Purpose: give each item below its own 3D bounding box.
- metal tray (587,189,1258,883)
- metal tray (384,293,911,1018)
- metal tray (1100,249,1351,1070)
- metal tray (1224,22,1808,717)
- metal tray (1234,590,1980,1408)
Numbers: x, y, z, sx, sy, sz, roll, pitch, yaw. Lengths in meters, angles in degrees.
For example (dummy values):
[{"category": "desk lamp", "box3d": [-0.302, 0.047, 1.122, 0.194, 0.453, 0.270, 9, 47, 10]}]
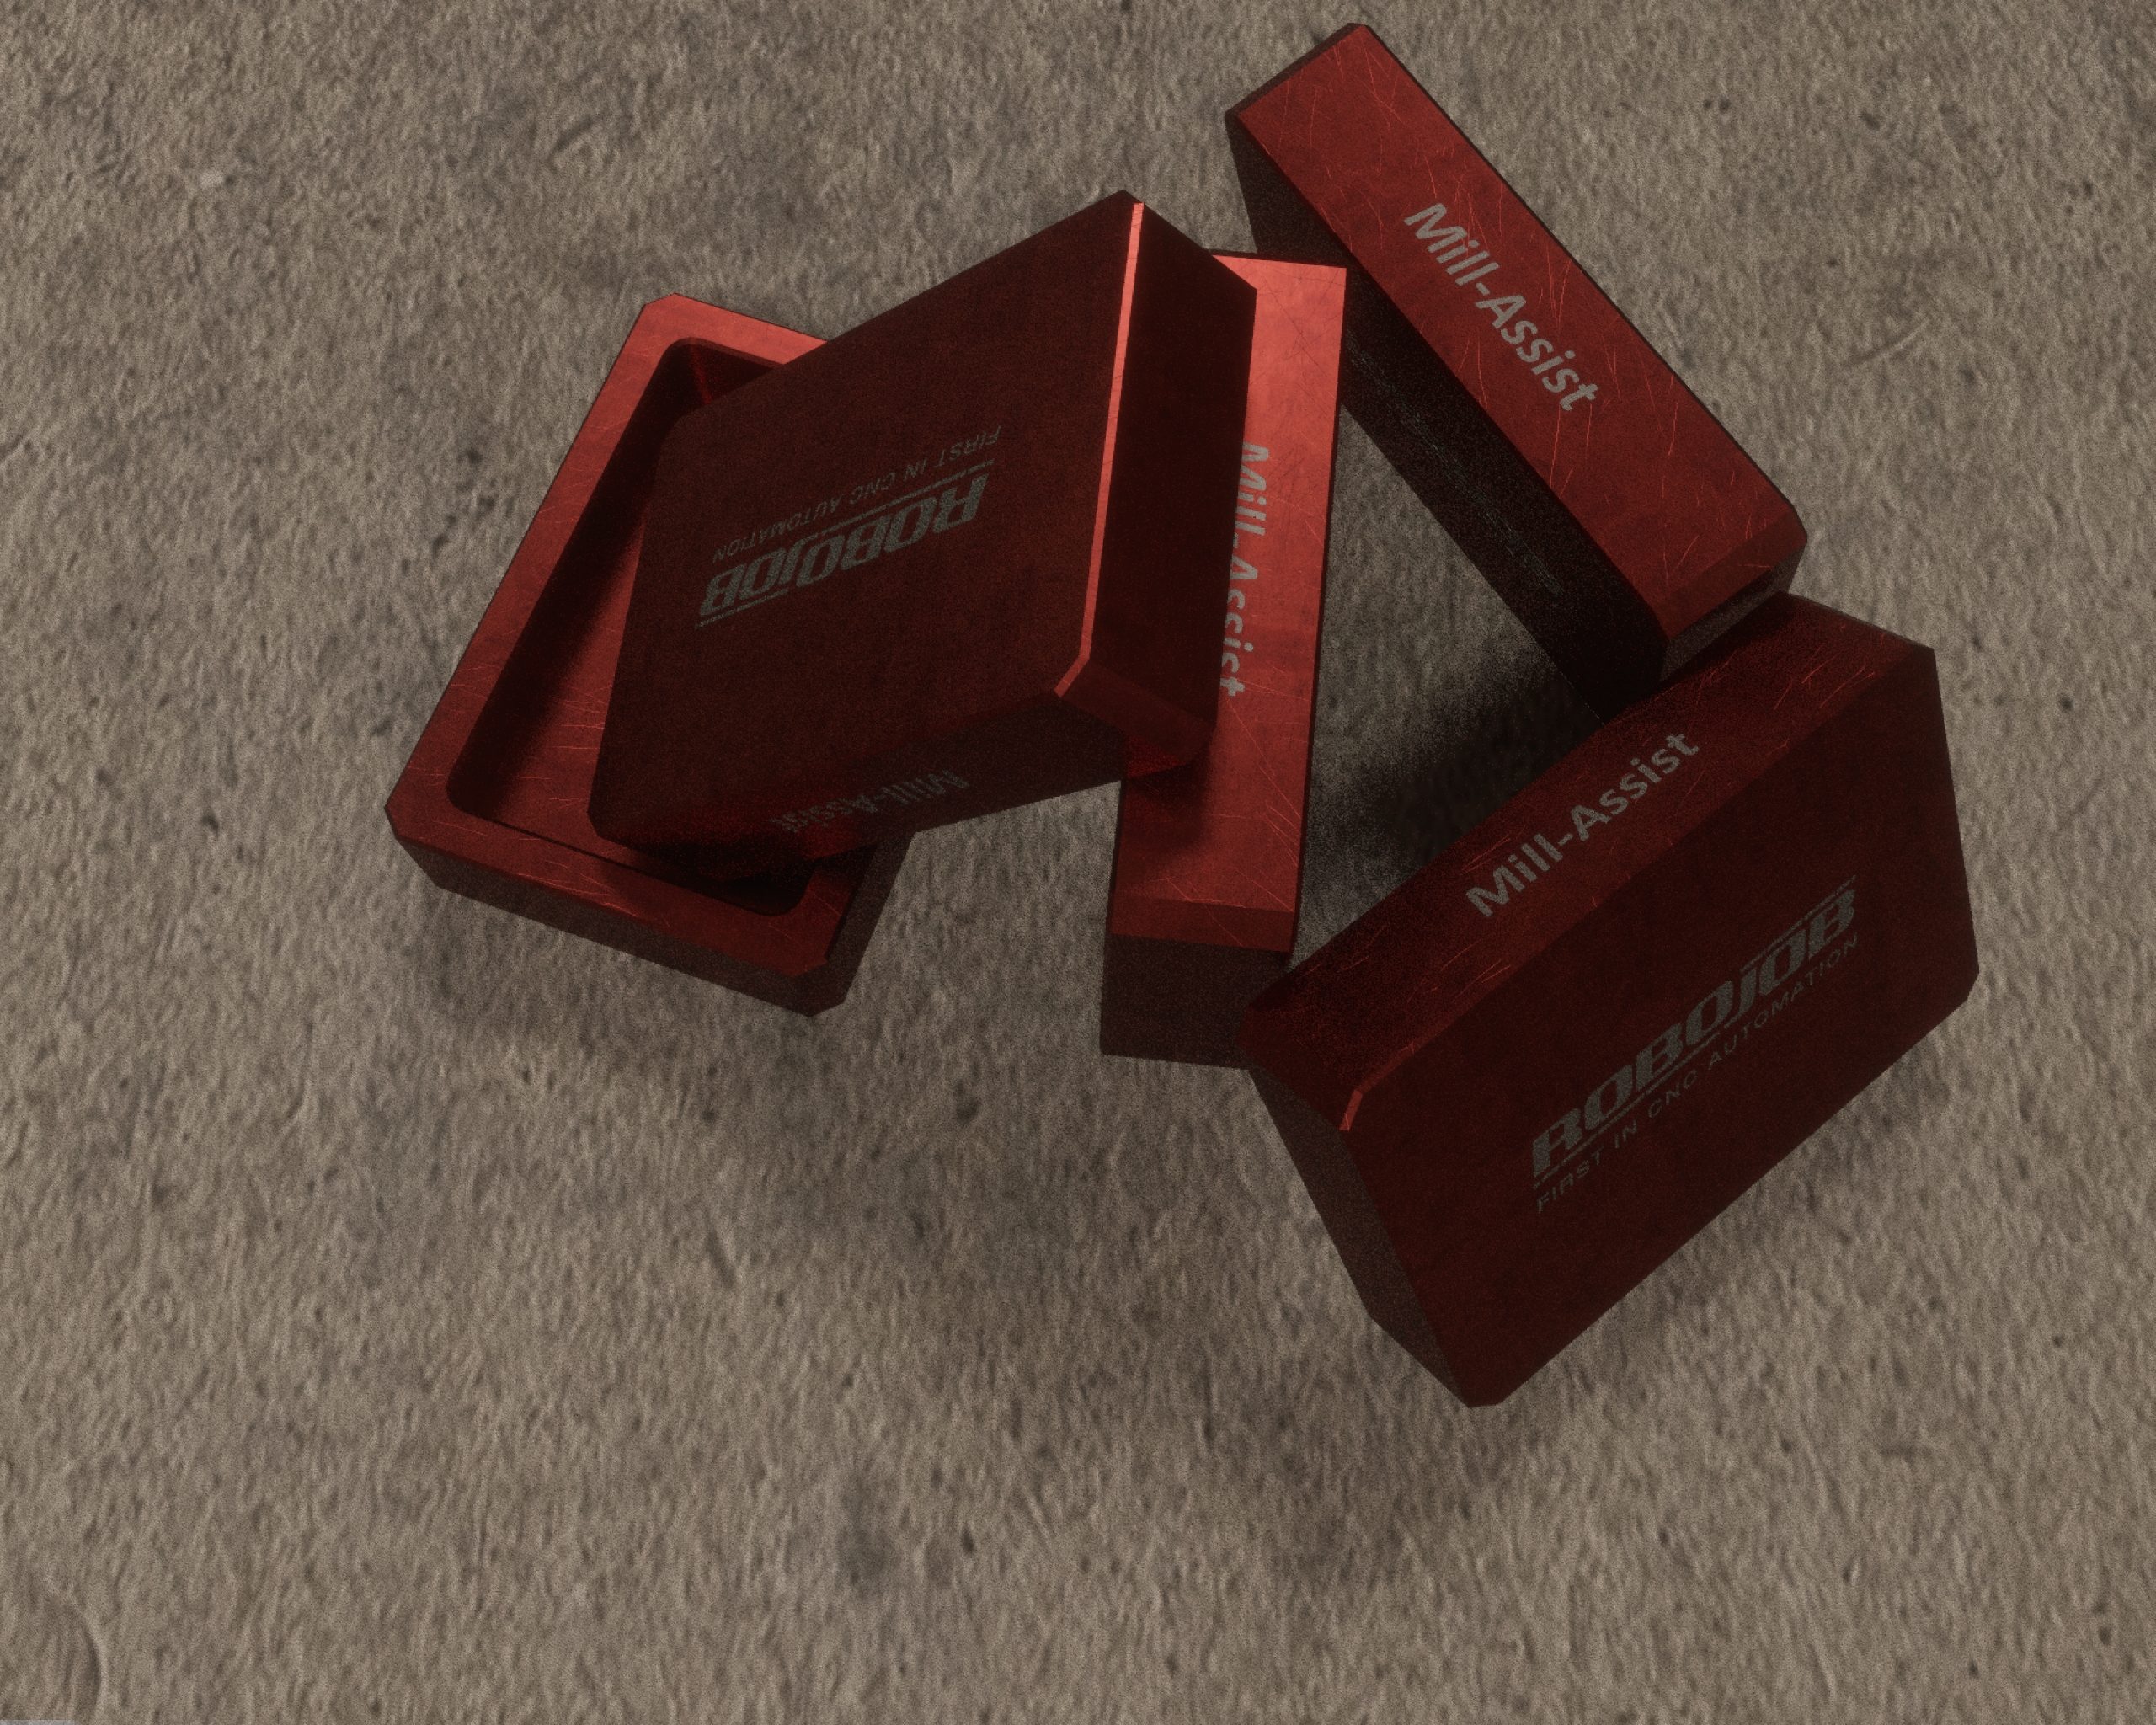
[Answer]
[{"category": "metal tray", "box3d": [-0.031, -0.052, 0.368, 0.130, 0.030, 0.090, -13, 63, 43]}, {"category": "metal tray", "box3d": [-0.068, -0.044, 0.422, 0.090, 0.030, 0.130, 19, 71, 6]}, {"category": "metal tray", "box3d": [0.026, -0.035, 0.388, 0.030, 0.090, 0.130, 6, 71, 2]}, {"category": "metal tray", "box3d": [0.083, -0.088, 0.406, 0.030, 0.090, 0.130, -36, 74, 3]}, {"category": "metal tray", "box3d": [0.098, 0.025, 0.367, 0.131, 0.090, 0.030, -37, 39, -12]}]
